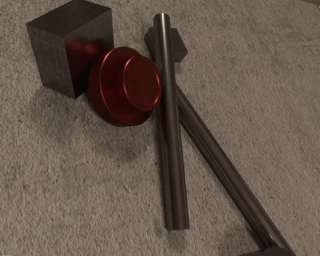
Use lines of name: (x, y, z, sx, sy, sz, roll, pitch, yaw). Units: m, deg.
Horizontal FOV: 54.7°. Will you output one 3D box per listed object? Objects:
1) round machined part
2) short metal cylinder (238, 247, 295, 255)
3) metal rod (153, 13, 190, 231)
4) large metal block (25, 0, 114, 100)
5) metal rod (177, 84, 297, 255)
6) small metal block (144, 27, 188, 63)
round machined part: (-0.035, -0.051, 0.378, 0.099, 0.042, 0.097, 8, 80, -51)
short metal cylinder: (0.121, 0.179, 0.346, 0.081, 0.050, 0.080, 14, 56, -21)
metal rod: (0.012, -0.024, 0.404, 0.025, 0.025, 0.299, 7, 65, -25)
large metal block: (-0.099, -0.094, 0.365, 0.050, 0.079, 0.080, 23, 48, 18)
metal rod: (0.084, 0.049, 0.420, 0.025, 0.025, 0.299, -24, 75, -37)
small metal block: (0.009, -0.131, 0.491, 0.050, 0.025, 0.050, -9, 66, -32)
